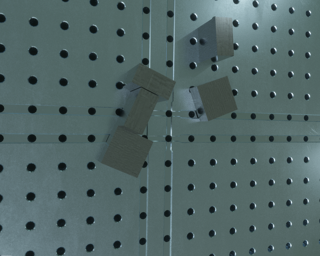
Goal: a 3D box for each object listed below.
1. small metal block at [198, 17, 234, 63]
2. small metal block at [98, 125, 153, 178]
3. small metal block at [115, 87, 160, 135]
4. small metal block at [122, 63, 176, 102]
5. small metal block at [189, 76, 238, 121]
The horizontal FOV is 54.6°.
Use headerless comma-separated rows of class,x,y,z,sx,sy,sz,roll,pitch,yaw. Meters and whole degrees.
small metal block,0.076,-0.119,0.427,0.025,0.050,0.050,-4,92,-20
small metal block,-0.044,0.030,0.396,0.050,0.025,0.050,26,82,-18
small metal block,-0.030,-0.020,0.388,0.025,0.050,0.050,27,81,-18
small metal block,-0.015,-0.055,0.393,0.050,0.050,0.025,25,82,-18
small metal block,0.076,-0.041,0.440,0.050,0.025,0.050,-21,97,-19
